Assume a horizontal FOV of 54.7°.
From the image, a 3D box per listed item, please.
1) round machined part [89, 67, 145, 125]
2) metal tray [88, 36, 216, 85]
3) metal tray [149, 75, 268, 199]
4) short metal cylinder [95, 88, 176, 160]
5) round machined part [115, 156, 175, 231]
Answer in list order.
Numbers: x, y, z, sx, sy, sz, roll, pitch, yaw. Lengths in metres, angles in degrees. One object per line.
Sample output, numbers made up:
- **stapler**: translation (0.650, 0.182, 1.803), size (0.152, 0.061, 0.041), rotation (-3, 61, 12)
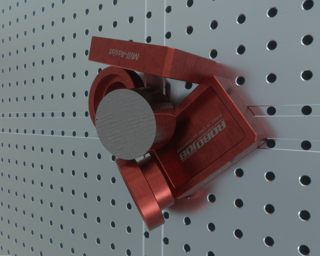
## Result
- **round machined part**: translation (-0.054, -0.037, 0.441), size (0.098, 0.042, 0.097), rotation (0, 90, 39)
- **metal tray**: translation (-0.011, -0.081, 0.374), size (0.130, 0.091, 0.030), rotation (20, 103, 38)
- **metal tray**: translation (0.046, 0.013, 0.365), size (0.129, 0.030, 0.090), rotation (-44, 64, 31)
- **short metal cylinder**: translation (-0.028, -0.007, 0.366), size (0.080, 0.050, 0.079), rotation (5, 101, 27)
- **round machined part**: translation (-0.016, 0.074, 0.387), size (0.098, 0.042, 0.098), rotation (59, 168, 23)
